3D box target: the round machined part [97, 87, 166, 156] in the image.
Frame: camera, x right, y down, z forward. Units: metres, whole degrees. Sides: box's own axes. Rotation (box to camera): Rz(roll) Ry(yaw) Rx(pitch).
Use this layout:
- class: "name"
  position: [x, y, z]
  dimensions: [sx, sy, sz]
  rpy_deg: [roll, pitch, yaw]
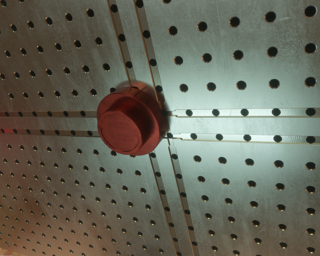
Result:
- class: "round machined part"
  position: [-0.045, -0.002, 0.421]
  dimensions: [0.098, 0.042, 0.097]
  rpy_deg: [13, 124, 20]
